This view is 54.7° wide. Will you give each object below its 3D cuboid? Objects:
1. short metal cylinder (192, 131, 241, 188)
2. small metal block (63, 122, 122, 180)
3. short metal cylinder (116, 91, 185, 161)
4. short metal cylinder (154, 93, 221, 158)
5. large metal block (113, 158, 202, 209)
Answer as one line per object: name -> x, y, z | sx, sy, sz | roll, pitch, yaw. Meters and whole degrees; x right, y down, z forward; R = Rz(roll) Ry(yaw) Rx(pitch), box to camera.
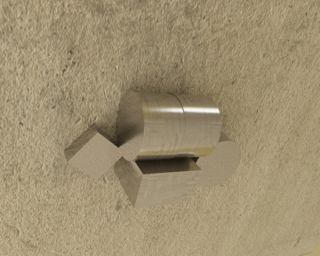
short metal cylinder -> 0.071, 0.040, 0.456 | 0.081, 0.050, 0.079 | -14, 124, -21
small metal block -> -0.081, 0.030, 0.383 | 0.050, 0.025, 0.050 | -44, 129, 2
short metal cylinder -> -0.013, -0.002, 0.365 | 0.050, 0.080, 0.079 | 1, 118, -29
short metal cylinder -> 0.031, -0.003, 0.388 | 0.050, 0.080, 0.079 | 1, 118, -29
large metal block -> -0.006, 0.054, 0.404 | 0.081, 0.080, 0.050 | 1, 118, -29
